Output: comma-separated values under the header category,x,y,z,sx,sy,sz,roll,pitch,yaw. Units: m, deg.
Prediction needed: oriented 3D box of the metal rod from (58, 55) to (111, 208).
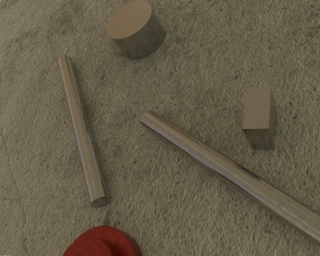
category,x,y,z,sx,sy,sz,roll,pitch,yaw
metal rod,-0.123,-0.015,0.475,0.025,0.025,0.300,-31,52,8

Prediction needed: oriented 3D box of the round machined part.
category,x,y,z,sx,sy,sz,roll,pitch,yaw
round machined part,-0.070,0.155,0.333,0.098,0.042,0.098,-13,56,20

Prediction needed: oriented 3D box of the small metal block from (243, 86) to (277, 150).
category,x,y,z,sx,sy,sz,roll,pitch,yaw
small metal block,0.110,-0.009,0.336,0.025,0.050,0.050,-2,61,27

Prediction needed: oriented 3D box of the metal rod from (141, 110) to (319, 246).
category,x,y,z,sx,sy,sz,roll,pitch,yaw
metal rod,0.083,0.052,0.327,0.300,0.025,0.025,33,80,38

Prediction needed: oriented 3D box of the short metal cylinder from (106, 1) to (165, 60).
category,x,y,z,sx,sy,sz,roll,pitch,yaw
short metal cylinder,-0.039,-0.159,0.504,0.080,0.050,0.080,-13,56,20
